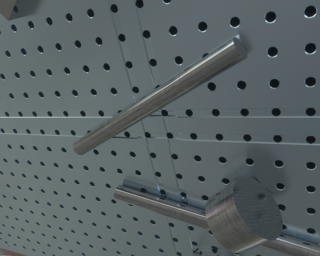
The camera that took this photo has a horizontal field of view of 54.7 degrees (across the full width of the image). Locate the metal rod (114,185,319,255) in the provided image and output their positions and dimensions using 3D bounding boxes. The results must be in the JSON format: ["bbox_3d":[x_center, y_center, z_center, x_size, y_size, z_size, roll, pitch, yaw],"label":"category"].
[{"bbox_3d":[0.068,0.136,0.458,0.301,0.025,0.025,12,124,21],"label":"metal rod"}]

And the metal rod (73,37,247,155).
[{"bbox_3d":[-0.023,-0.025,0.406,0.299,0.025,0.025,-28,103,37],"label":"metal rod"}]

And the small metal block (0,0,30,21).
[{"bbox_3d":[-0.199,-0.179,0.403,0.050,0.025,0.050,46,129,-5],"label":"small metal block"}]

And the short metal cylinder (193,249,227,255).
[{"bbox_3d":[0.082,0.244,0.502,0.080,0.050,0.079,13,124,20],"label":"short metal cylinder"}]

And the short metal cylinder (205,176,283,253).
[{"bbox_3d":[0.104,0.108,0.387,0.080,0.080,0.050,43,129,-2],"label":"short metal cylinder"}]
